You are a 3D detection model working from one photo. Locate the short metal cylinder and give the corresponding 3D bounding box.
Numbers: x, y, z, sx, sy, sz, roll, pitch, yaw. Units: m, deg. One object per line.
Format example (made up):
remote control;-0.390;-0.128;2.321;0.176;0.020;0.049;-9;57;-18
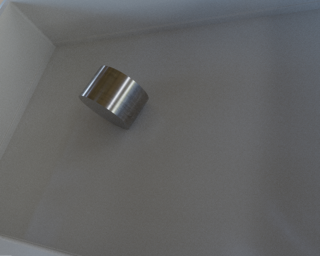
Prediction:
short metal cylinder;-0.063;-0.041;0.427;0.080;0.080;0.050;23;74;36
